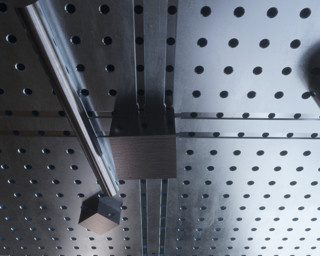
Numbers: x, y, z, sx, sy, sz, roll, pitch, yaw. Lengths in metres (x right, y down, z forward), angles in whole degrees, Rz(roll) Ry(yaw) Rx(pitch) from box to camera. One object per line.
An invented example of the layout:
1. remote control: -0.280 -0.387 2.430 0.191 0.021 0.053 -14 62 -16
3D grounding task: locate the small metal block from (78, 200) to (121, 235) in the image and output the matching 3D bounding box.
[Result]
1. small metal block: -0.106 0.160 0.546 0.050 0.025 0.050 -35 123 25

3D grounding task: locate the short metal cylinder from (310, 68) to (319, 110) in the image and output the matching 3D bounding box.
1. short metal cylinder: 0.227 -0.042 0.364 0.081 0.050 0.079 0 130 0

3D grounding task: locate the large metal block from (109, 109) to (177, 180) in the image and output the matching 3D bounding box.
1. large metal block: -0.019 0.023 0.415 0.081 0.050 0.079 -2 130 1

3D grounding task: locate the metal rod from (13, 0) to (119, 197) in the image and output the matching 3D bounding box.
1. metal rod: -0.105 -0.012 0.400 0.025 0.025 0.298 -8 130 6
